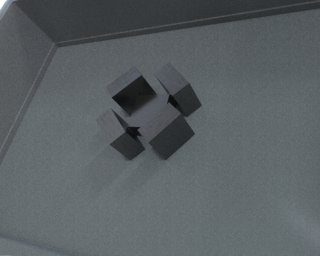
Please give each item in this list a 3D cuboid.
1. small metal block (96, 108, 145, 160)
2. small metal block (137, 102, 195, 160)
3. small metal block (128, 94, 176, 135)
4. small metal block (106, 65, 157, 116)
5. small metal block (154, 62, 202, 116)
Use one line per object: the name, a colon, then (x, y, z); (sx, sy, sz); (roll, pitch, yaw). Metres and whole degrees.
small metal block: (-0.052, 0.008, 0.410); (0.025, 0.050, 0.050); (-39, 51, 3)
small metal block: (0.009, 0.005, 0.379); (0.050, 0.050, 0.025); (-42, 52, -1)
small metal block: (-0.010, -0.017, 0.419); (0.050, 0.025, 0.050); (1, 62, 28)
small metal block: (-0.039, -0.052, 0.439); (0.050, 0.050, 0.025); (-37, 50, 5)
small metal block: (0.024, -0.050, 0.405); (0.025, 0.050, 0.050); (-38, 52, 2)
